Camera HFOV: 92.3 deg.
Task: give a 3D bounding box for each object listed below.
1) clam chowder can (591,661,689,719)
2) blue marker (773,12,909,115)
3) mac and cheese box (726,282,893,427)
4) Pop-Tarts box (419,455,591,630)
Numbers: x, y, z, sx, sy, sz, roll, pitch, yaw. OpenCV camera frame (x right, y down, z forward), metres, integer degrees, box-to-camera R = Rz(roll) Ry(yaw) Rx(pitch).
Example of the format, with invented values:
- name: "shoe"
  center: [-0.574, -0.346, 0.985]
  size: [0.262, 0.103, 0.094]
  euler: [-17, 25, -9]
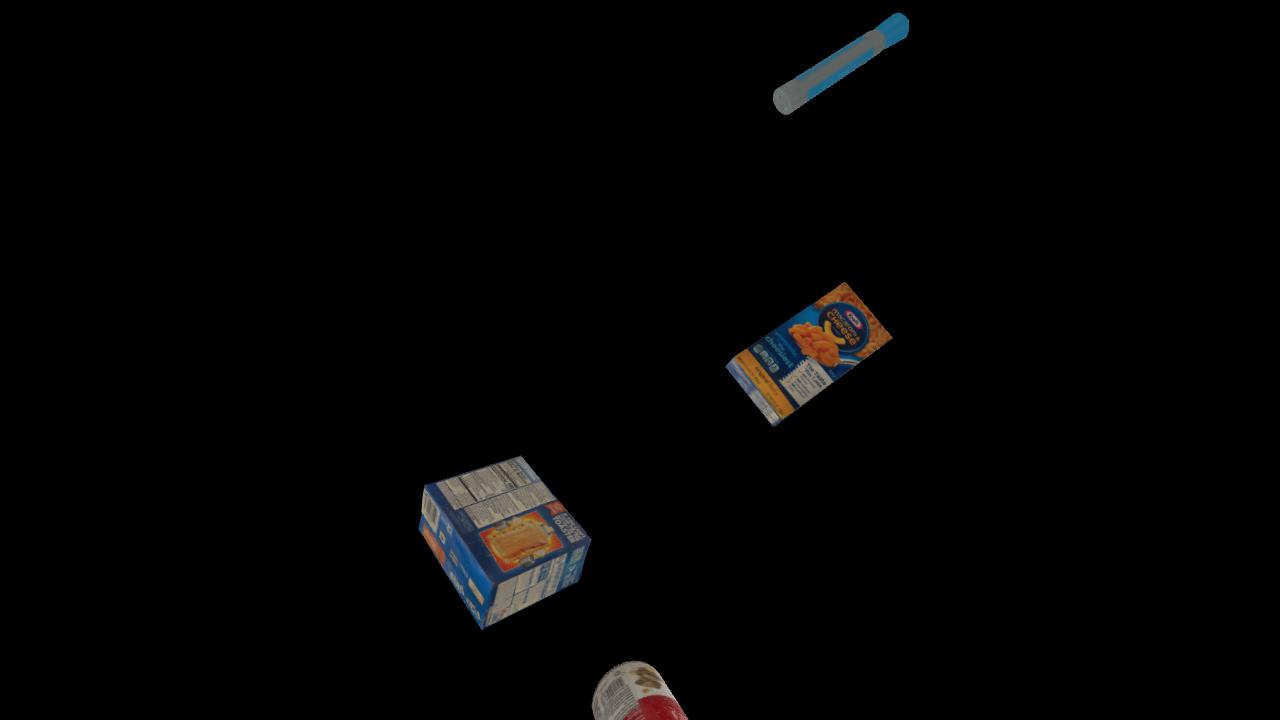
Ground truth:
- name: "clam chowder can"
  center: [0.006, 0.298, 0.489]
  size: [0.068, 0.068, 0.102]
  euler: [0, 6, -20]
- name: "blue marker"
  center: [0.144, -0.209, 0.431]
  size: [0.121, 0.020, 0.020]
  euler: [-36, 9, -13]
- name: "mac and cheese box"
  center: [0.203, -0.009, 0.735]
  size: [0.184, 0.093, 0.041]
  euler: [-33, -13, -18]
- name: "Pop-Tarts box"
  center: [-0.170, 0.217, 0.763]
  size: [0.141, 0.083, 0.167]
  euler: [-13, 42, -42]
